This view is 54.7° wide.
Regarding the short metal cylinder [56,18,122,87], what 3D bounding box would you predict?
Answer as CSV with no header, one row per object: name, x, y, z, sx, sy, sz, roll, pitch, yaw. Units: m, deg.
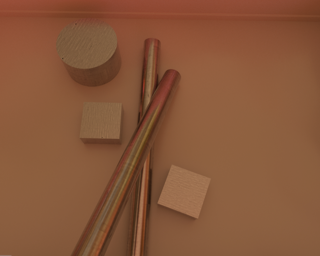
short metal cylinder,-0.097,-0.105,0.434,0.081,0.050,0.080,0,70,0

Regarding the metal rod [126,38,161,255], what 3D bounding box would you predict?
metal rod,-0.019,0.015,0.403,0.025,0.025,0.299,3,70,1

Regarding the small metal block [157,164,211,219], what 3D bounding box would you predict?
small metal block,0.029,0.079,0.381,0.050,0.025,0.050,20,71,6

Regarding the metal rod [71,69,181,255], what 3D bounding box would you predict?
metal rod,-0.026,0.027,0.335,0.025,0.025,0.301,18,46,6

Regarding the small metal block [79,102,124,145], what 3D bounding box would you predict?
small metal block,-0.076,-0.006,0.411,0.050,0.025,0.050,2,70,0
